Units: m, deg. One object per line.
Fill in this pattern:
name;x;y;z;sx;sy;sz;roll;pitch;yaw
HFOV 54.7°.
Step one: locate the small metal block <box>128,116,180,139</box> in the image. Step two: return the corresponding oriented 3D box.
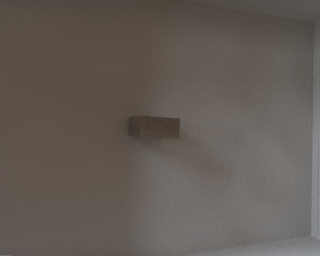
small metal block;-0.008;-0.001;0.391;0.050;0.050;0.025;3;89;-20
